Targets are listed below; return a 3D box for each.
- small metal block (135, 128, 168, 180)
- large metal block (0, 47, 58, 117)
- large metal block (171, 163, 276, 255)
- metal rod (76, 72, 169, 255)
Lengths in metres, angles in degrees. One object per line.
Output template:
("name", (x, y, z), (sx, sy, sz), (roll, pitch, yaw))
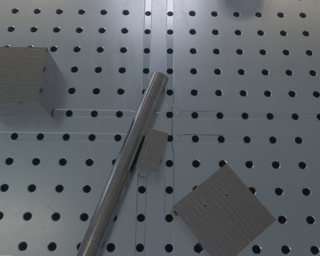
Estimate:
("small metal block", (-0.009, 0.034, 0.386), (0.025, 0.050, 0.050), (15, 71, 5))
("large metal block", (-0.191, -0.061, 0.419), (0.081, 0.050, 0.080), (0, 70, 0))
("large metal block", (0.070, 0.102, 0.362), (0.080, 0.050, 0.080), (-36, 74, -12))
("metal rod", (-0.050, 0.060, 0.389), (0.025, 0.025, 0.300), (19, 71, 6))
